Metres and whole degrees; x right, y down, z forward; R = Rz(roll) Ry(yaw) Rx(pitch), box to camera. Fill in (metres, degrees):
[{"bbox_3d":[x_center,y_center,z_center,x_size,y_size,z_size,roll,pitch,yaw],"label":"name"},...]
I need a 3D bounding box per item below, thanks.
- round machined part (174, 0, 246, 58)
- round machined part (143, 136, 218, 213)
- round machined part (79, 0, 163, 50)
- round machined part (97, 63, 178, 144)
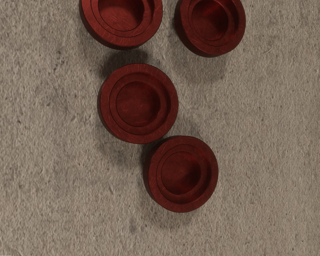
[{"bbox_3d":[0.064,-0.145,0.425,0.099,0.042,0.097,0,90,-21],"label":"round machined part"},{"bbox_3d":[0.024,0.058,0.410,0.099,0.042,0.097,0,90,-21],"label":"round machined part"},{"bbox_3d":[-0.050,-0.144,0.382,0.099,0.042,0.097,0,90,-21],"label":"round machined part"},{"bbox_3d":[-0.030,-0.030,0.390,0.099,0.042,0.097,0,90,-21],"label":"round machined part"}]
